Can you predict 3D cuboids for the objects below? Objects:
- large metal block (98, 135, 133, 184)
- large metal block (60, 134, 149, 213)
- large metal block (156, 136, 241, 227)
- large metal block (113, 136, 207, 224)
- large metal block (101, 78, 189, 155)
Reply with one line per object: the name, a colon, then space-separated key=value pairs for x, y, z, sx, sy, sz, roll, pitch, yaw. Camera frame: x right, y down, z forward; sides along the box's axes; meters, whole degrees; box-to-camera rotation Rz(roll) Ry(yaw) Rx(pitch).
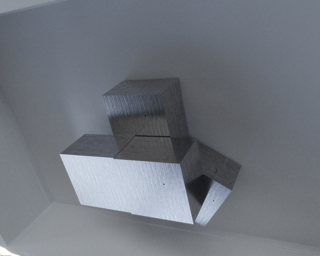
large metal block: x=-0.048 y=0.064 z=0.455 sx=0.080 sy=0.050 sz=0.080 roll=-29 pitch=103 yaw=37
large metal block: x=-0.068 y=0.055 z=0.396 sx=0.080 sy=0.050 sz=0.080 roll=1 pitch=119 yaw=28
large metal block: x=0.047 y=0.070 z=0.407 sx=0.080 sy=0.050 sz=0.079 roll=30 pitch=128 yaw=9
large metal block: x=0.003 y=0.058 z=0.358 sx=0.080 sy=0.050 sz=0.080 roll=1 pitch=119 yaw=28
large metal block: x=-0.016 y=-0.015 z=0.390 sx=0.080 sy=0.050 sz=0.080 roll=2 pitch=119 yaw=27
